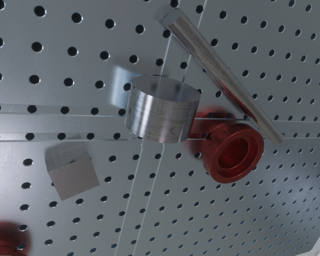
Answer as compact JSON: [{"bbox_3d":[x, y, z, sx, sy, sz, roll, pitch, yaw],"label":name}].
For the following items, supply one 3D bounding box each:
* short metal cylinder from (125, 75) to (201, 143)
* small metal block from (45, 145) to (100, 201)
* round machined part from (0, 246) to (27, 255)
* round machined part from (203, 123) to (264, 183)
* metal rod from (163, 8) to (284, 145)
[{"bbox_3d":[0.002,-0.024,0.362,0.081,0.080,0.050,-1,119,-28],"label":"short metal cylinder"},{"bbox_3d":[-0.108,0.056,0.387,0.050,0.025,0.050,-21,127,-16],"label":"small metal block"},{"bbox_3d":[-0.216,0.195,0.403,0.099,0.042,0.097,-14,124,-21],"label":"round machined part"},{"bbox_3d":[0.109,0.035,0.481,0.099,0.042,0.097,-14,124,-21],"label":"round machined part"},{"bbox_3d":[0.107,-0.053,0.436,0.025,0.025,0.301,-48,129,6],"label":"metal rod"}]
